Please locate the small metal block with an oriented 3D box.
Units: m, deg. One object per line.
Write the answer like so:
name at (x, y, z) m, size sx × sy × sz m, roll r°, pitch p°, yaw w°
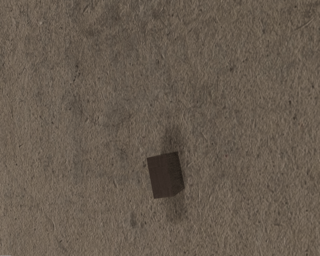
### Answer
small metal block at (0.008, 0.058, 0.392) m, size 0.025 × 0.050 × 0.050 m, roll -12°, pitch 86°, yaw 19°
